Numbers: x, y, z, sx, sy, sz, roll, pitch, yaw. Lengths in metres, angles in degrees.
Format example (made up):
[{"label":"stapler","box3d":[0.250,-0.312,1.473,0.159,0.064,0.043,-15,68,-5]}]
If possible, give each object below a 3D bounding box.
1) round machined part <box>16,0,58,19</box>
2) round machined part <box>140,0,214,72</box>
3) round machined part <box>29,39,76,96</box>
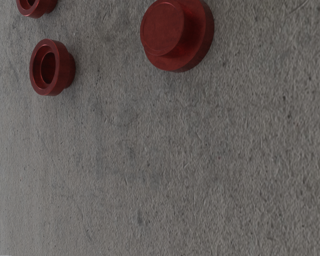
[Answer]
[{"label":"round machined part","box3d":[-0.227,-0.255,0.582,0.098,0.042,0.097,0,90,40]},{"label":"round machined part","box3d":[0.014,-0.120,0.383,0.098,0.042,0.097,0,90,40]},{"label":"round machined part","box3d":[-0.187,-0.105,0.549,0.098,0.042,0.097,0,90,40]}]
